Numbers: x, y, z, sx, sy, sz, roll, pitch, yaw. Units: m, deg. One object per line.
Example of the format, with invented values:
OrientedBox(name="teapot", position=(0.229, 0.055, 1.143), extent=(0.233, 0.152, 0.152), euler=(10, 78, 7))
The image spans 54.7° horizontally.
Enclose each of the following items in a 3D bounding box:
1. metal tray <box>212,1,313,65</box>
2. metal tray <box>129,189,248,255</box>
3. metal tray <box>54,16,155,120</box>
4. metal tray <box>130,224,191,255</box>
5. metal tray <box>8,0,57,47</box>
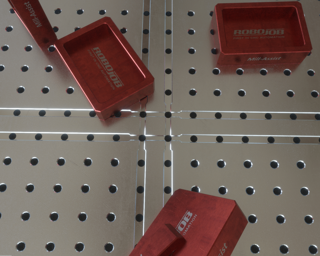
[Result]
OrientedBox(name="metal tray", position=(0.149, -0.142, 0.462), extent=(0.131, 0.030, 0.090), euler=(-2, 70, -1))
OrientedBox(name="metal tray", position=(0.020, 0.127, 0.318), extent=(0.130, 0.090, 0.030), euler=(-50, 120, -29))
OrientedBox(name="metal tray", position=(-0.078, -0.087, 0.439), extent=(0.090, 0.030, 0.130), euler=(-31, 73, -11))
OrientedBox(name="metal tray", position=(-0.012, 0.175, 0.318), extent=(0.130, 0.030, 0.090), euler=(-39, 114, -13))
OrientedBox(name="metal tray", position=(-0.194, -0.183, 0.421), extent=(0.030, 0.130, 0.090), euler=(-34, 74, -12))
